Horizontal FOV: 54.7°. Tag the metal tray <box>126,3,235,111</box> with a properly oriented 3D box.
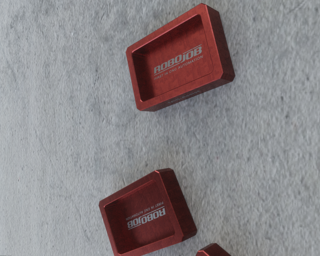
[{"bbox_3d":[0.019,-0.081,0.383,0.130,0.030,0.090,-19,78,38],"label":"metal tray"}]

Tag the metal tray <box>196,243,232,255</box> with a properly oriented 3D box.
[{"bbox_3d":[0.061,0.211,0.349,0.090,0.030,0.129,34,111,34],"label":"metal tray"}]

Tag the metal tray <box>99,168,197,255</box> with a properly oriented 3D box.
[{"bbox_3d":[-0.022,0.120,0.417,0.130,0.030,0.090,-34,69,34],"label":"metal tray"}]
